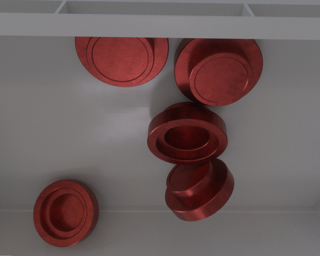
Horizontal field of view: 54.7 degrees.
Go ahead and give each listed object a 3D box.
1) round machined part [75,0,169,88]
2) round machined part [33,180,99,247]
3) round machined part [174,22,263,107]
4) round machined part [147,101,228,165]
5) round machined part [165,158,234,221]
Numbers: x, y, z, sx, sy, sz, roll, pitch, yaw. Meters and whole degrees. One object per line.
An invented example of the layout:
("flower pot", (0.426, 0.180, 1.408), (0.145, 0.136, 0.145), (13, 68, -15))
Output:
("round machined part", (-0.040, -0.083, 0.326), (0.099, 0.042, 0.097), (0, 130, 0))
("round machined part", (-0.141, 0.131, 0.484), (0.098, 0.098, 0.042), (-10, 167, 8))
("round machined part", (0.065, -0.063, 0.345), (0.099, 0.042, 0.097), (0, 130, 0))
("round machined part", (0.034, 0.004, 0.393), (0.099, 0.042, 0.097), (2, 142, 1))
("round machined part", (0.048, 0.075, 0.426), (0.098, 0.098, 0.042), (-26, 116, 20))
